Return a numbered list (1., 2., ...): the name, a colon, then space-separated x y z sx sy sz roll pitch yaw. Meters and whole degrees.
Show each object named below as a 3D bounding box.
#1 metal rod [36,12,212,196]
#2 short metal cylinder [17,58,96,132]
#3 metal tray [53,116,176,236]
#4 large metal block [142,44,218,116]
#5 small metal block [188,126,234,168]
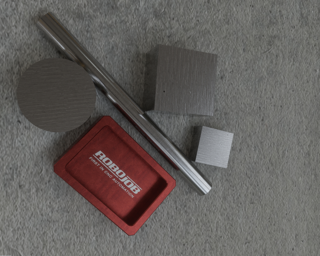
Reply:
1. metal rod: -0.036 -0.020 0.397 0.025 0.025 0.300 -47 105 -14
2. short metal cylinder: -0.117 -0.035 0.354 0.081 0.050 0.079 0 90 -21
3. metal tray: -0.054 0.059 0.388 0.130 0.030 0.090 46 76 -15
4. large metal block: 0.025 -0.058 0.407 0.081 0.050 0.080 5 89 -20
5. small metal block: 0.071 0.027 0.439 0.050 0.025 0.050 14 85 -20
